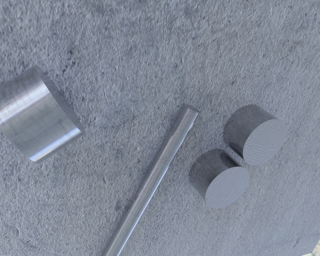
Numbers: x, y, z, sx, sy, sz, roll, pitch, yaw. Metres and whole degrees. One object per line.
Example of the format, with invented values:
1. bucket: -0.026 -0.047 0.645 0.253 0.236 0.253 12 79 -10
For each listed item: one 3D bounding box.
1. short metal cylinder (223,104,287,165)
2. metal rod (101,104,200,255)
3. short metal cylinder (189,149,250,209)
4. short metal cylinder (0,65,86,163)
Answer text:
1. short metal cylinder: 0.145 0.010 0.477 0.081 0.050 0.079 -14 124 -21
2. metal rod: -0.025 0.100 0.455 0.025 0.025 0.298 16 110 -35
3. short metal cylinder: 0.093 0.080 0.491 0.081 0.050 0.079 -14 124 -21
4. short metal cylinder: -0.117 -0.013 0.299 0.050 0.080 0.080 -34 129 -6
